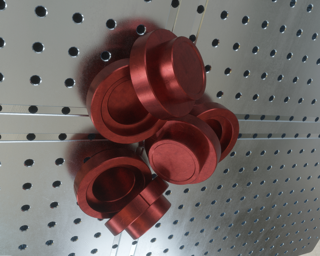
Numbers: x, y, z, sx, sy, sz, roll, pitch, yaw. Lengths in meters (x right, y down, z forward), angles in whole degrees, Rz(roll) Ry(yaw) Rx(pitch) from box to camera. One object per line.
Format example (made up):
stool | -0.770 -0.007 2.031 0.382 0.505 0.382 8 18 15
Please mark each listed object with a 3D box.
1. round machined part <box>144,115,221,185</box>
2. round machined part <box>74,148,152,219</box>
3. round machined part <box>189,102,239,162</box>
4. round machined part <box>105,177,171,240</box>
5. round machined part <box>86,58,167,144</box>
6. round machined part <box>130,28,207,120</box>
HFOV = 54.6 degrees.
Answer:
round machined part | 0.024 0.033 0.394 0.042 0.098 0.097 -51 148 -52
round machined part | -0.063 0.067 0.406 0.099 0.042 0.097 -14 124 -21
round machined part | 0.058 0.007 0.435 0.099 0.042 0.097 -14 124 -21
round machined part | -0.023 0.111 0.418 0.098 0.098 0.042 -42 85 -4
round machined part | -0.036 -0.034 0.358 0.099 0.042 0.097 -14 124 -21
round machined part | 0.016 -0.060 0.335 0.098 0.042 0.098 18 67 -51
